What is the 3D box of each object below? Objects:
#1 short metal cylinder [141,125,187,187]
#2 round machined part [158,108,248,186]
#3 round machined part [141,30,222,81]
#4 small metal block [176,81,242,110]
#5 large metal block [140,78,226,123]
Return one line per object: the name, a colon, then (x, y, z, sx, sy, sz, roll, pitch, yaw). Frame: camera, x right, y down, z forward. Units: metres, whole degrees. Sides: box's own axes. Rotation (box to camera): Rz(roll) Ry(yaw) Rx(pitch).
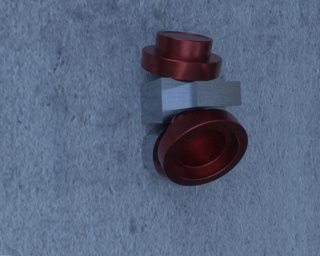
short metal cylinder: (0.020, 0.033, 0.407, 0.081, 0.050, 0.079, 0, 90, -21)
round machined part: (0.044, 0.017, 0.348, 0.099, 0.042, 0.097, -11, 132, -13)
round machined part: (0.027, -0.092, 0.378, 0.099, 0.098, 0.042, -2, 116, -20)
small metal block: (0.051, -0.034, 0.331, 0.050, 0.050, 0.025, -3, 91, -20)
large metal block: (0.026, -0.032, 0.391, 0.081, 0.080, 0.050, -2, 91, -20)
